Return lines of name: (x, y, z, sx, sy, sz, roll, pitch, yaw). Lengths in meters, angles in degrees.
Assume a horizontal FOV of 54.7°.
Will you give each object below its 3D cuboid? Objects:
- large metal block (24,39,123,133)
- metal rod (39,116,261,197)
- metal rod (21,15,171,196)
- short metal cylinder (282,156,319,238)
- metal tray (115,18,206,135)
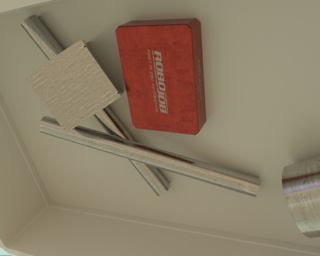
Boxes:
large metal block: (-0.104, -0.053, 0.389, 0.080, 0.050, 0.080, -34, 102, 3)
metal rod: (-0.020, 0.035, 0.414, 0.301, 0.025, 0.025, 16, 125, 9)
metal rod: (-0.084, -0.025, 0.435, 0.025, 0.025, 0.299, -30, 103, 37)
short metal cylinder: (0.172, 0.071, 0.326, 0.050, 0.080, 0.080, -27, 104, 37)
metal tray: (0.004, -0.058, 0.366, 0.090, 0.030, 0.129, 6, 121, 24)
